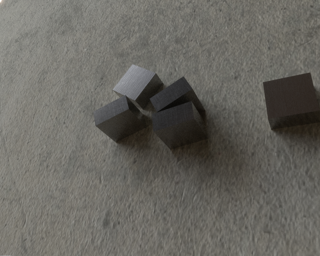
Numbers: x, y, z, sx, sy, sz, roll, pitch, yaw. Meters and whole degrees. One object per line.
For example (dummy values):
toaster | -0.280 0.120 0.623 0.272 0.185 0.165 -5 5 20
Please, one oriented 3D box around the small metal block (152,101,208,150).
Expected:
small metal block | 0.025 -0.002 0.375 0.050 0.050 0.025 -18 55 18

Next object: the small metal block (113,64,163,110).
small metal block | -0.033 -0.061 0.457 0.050 0.025 0.050 28 77 37

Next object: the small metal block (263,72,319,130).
small metal block | 0.146 -0.030 0.345 0.050 0.025 0.050 -10 57 22

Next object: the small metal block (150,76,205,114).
small metal block | 0.023 -0.029 0.393 0.050 0.050 0.025 -33 52 6

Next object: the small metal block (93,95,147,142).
small metal block | -0.054 -0.011 0.422 0.050 0.050 0.025 -26 53 12
